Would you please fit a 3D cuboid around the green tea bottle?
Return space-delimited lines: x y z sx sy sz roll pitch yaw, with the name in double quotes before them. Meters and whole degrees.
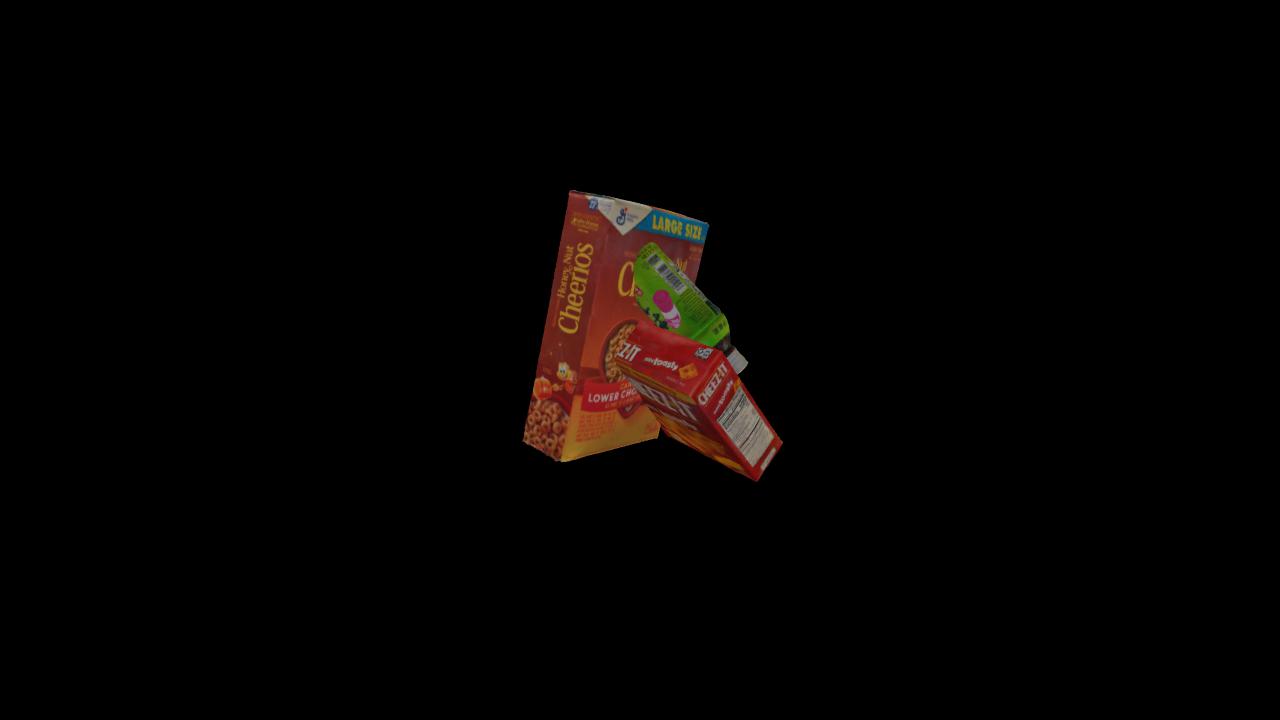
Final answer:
"green tea bottle" 0.044 -0.063 0.722 0.073 0.212 0.073 -44 -1 -1

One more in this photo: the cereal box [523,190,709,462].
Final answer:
"cereal box" -0.025 -0.040 0.765 0.081 0.306 0.203 21 14 33

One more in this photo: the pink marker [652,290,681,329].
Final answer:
"pink marker" 0.040 -0.046 0.700 0.020 0.020 0.121 0 -23 20

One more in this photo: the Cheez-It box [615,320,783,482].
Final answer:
"Cheez-It box" 0.064 0.049 0.766 0.166 0.071 0.223 23 -20 42
